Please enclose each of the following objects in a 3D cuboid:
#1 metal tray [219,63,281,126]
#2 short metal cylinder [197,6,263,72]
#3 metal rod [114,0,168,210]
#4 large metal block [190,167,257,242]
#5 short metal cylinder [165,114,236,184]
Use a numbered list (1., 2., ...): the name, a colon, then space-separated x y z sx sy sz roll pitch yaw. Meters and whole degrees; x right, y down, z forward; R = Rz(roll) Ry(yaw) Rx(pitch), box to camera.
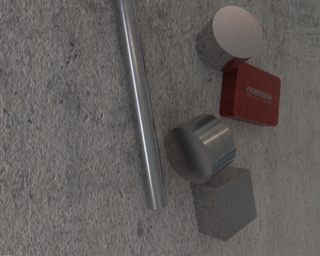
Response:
1. metal tray: 0.159 -0.055 0.535 0.131 0.030 0.090 10 84 -40
2. short metal cylinder: 0.101 -0.129 0.455 0.081 0.050 0.080 4 77 -19
3. metal rod: -0.025 -0.045 0.383 0.025 0.025 0.298 -15 100 -39
4. large metal block: 0.098 0.111 0.471 0.081 0.050 0.079 -19 102 -39
5. short metal cylinder: 0.053 0.027 0.413 0.050 0.080 0.080 -28 108 -37
